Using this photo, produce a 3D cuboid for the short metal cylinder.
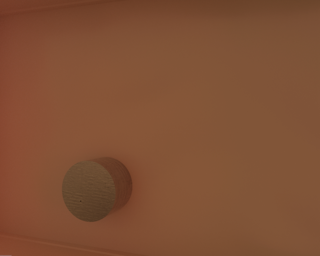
[{"bbox_3d":[-0.085,0.082,0.426,0.080,0.050,0.079,0,90,19],"label":"short metal cylinder"}]
